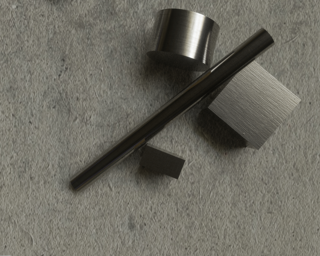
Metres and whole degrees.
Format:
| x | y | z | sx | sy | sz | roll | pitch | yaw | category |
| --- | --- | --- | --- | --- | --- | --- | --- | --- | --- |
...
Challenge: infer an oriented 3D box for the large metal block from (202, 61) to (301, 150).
| x | y | z | sx | sy | sz | roll | pitch | yaw | category |
| --- | --- | --- | --- | --- | --- | --- | --- | --- | --- |
| 0.114 | -0.029 | 0.399 | 0.080 | 0.050 | 0.080 | 40 | 90 | -1 | large metal block |

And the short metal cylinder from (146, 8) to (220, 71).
| x | y | z | sx | sy | sz | roll | pitch | yaw | category |
| --- | --- | --- | --- | --- | --- | --- | --- | --- | --- |
| 0.028 | -0.106 | 0.383 | 0.080 | 0.080 | 0.050 | 14 | 90 | -1 | short metal cylinder |

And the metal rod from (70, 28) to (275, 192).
| x | y | z | sx | sy | sz | roll | pitch | yaw | category |
| --- | --- | --- | --- | --- | --- | --- | --- | --- | --- |
| 0.008 | -0.016 | 0.384 | 0.300 | 0.025 | 0.025 | -38 | 91 | 10 | metal rod |

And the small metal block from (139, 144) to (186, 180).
| x | y | z | sx | sy | sz | roll | pitch | yaw | category |
| --- | --- | --- | --- | --- | --- | --- | --- | --- | --- |
| 0.003 | 0.041 | 0.398 | 0.050 | 0.050 | 0.025 | 21 | 90 | -1 | small metal block |
